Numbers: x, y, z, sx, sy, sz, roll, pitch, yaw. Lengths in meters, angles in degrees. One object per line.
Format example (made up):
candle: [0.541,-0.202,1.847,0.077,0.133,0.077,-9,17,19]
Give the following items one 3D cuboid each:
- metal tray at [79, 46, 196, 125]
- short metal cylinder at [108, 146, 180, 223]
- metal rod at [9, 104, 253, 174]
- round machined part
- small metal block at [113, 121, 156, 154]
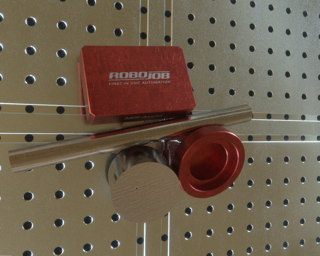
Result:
metal tray: [-0.028,-0.056,0.385,0.131,0.030,0.090,-5,73,-21]
short metal cylinder: [-0.021,0.068,0.380,0.081,0.050,0.079,-5,110,-13]
metal rod: [-0.018,0.008,0.379,0.303,0.025,0.025,-12,94,-20]
round machined part: [0.061,0.041,0.415,0.099,0.042,0.097,-10,116,-20]
small metal block: [-0.033,0.015,0.410,0.050,0.025,0.050,19,84,-20]
